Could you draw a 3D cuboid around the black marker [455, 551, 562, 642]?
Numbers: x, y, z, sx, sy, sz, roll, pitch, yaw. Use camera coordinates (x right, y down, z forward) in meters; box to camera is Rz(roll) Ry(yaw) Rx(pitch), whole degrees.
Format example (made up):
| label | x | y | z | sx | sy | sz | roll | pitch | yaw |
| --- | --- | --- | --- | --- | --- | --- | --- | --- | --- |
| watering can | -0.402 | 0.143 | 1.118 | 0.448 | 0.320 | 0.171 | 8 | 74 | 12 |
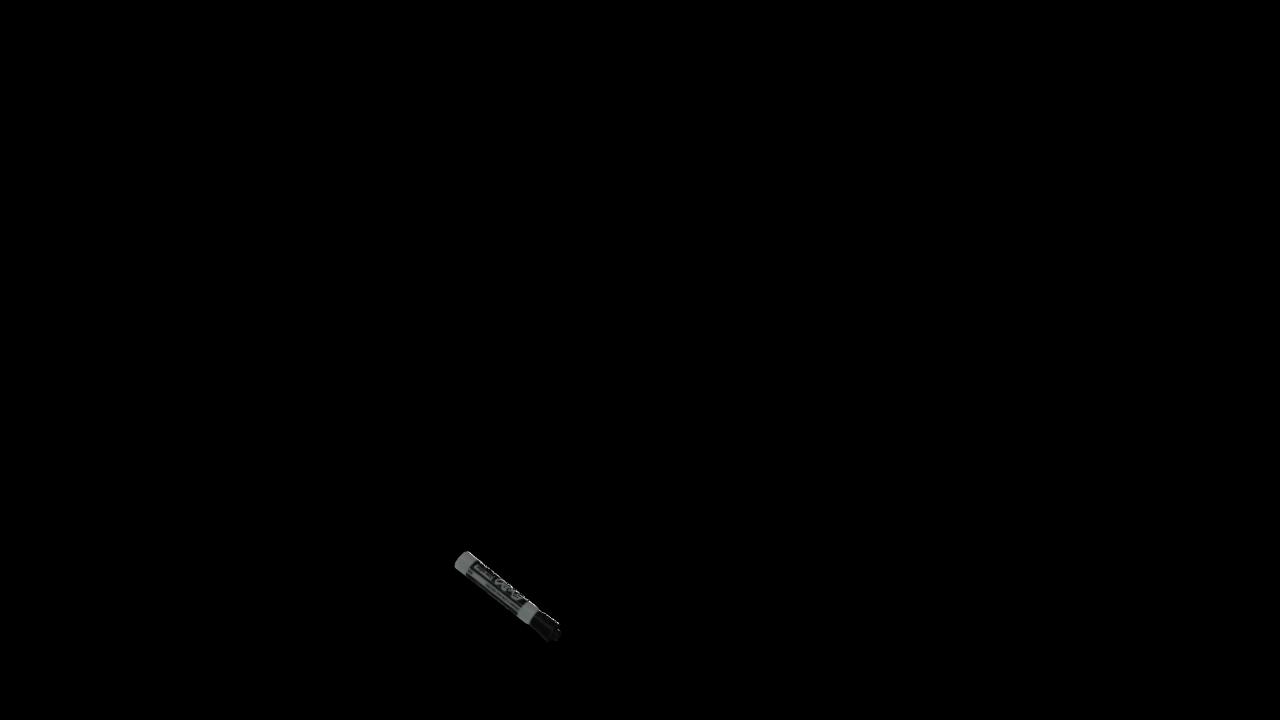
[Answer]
| label | x | y | z | sx | sy | sz | roll | pitch | yaw |
| --- | --- | --- | --- | --- | --- | --- | --- | --- | --- |
| black marker | -0.122 | 0.219 | 0.570 | 0.121 | 0.020 | 0.020 | 30 | 11 | 19 |
